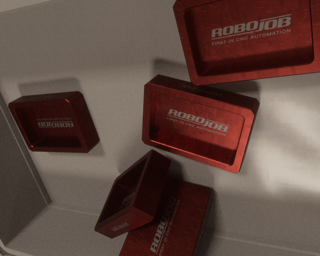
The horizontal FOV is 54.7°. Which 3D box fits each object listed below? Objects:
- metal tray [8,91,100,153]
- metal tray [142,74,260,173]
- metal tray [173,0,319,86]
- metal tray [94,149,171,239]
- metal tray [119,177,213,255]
[{"bbox_3d":[-0.167,-0.007,0.486,0.130,0.030,0.089,-1,118,28],"label":"metal tray"},{"bbox_3d":[0.044,-0.006,0.377,0.130,0.030,0.089,17,125,18],"label":"metal tray"},{"bbox_3d":[0.086,-0.094,0.301,0.130,0.030,0.089,-3,117,29],"label":"metal tray"},{"bbox_3d":[-0.040,0.094,0.426,0.030,0.090,0.129,31,141,-14],"label":"metal tray"},{"bbox_3d":[0.011,0.134,0.417,0.090,0.130,0.030,10,149,22],"label":"metal tray"}]
